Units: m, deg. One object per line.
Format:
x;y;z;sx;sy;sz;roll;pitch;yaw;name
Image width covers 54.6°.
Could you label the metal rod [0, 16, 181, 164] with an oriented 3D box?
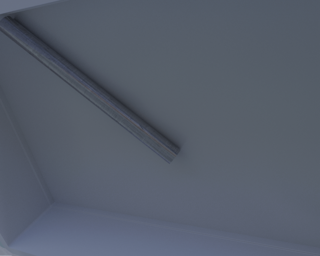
-0.098;-0.053;0.427;0.300;0.025;0.025;38;129;2;metal rod
